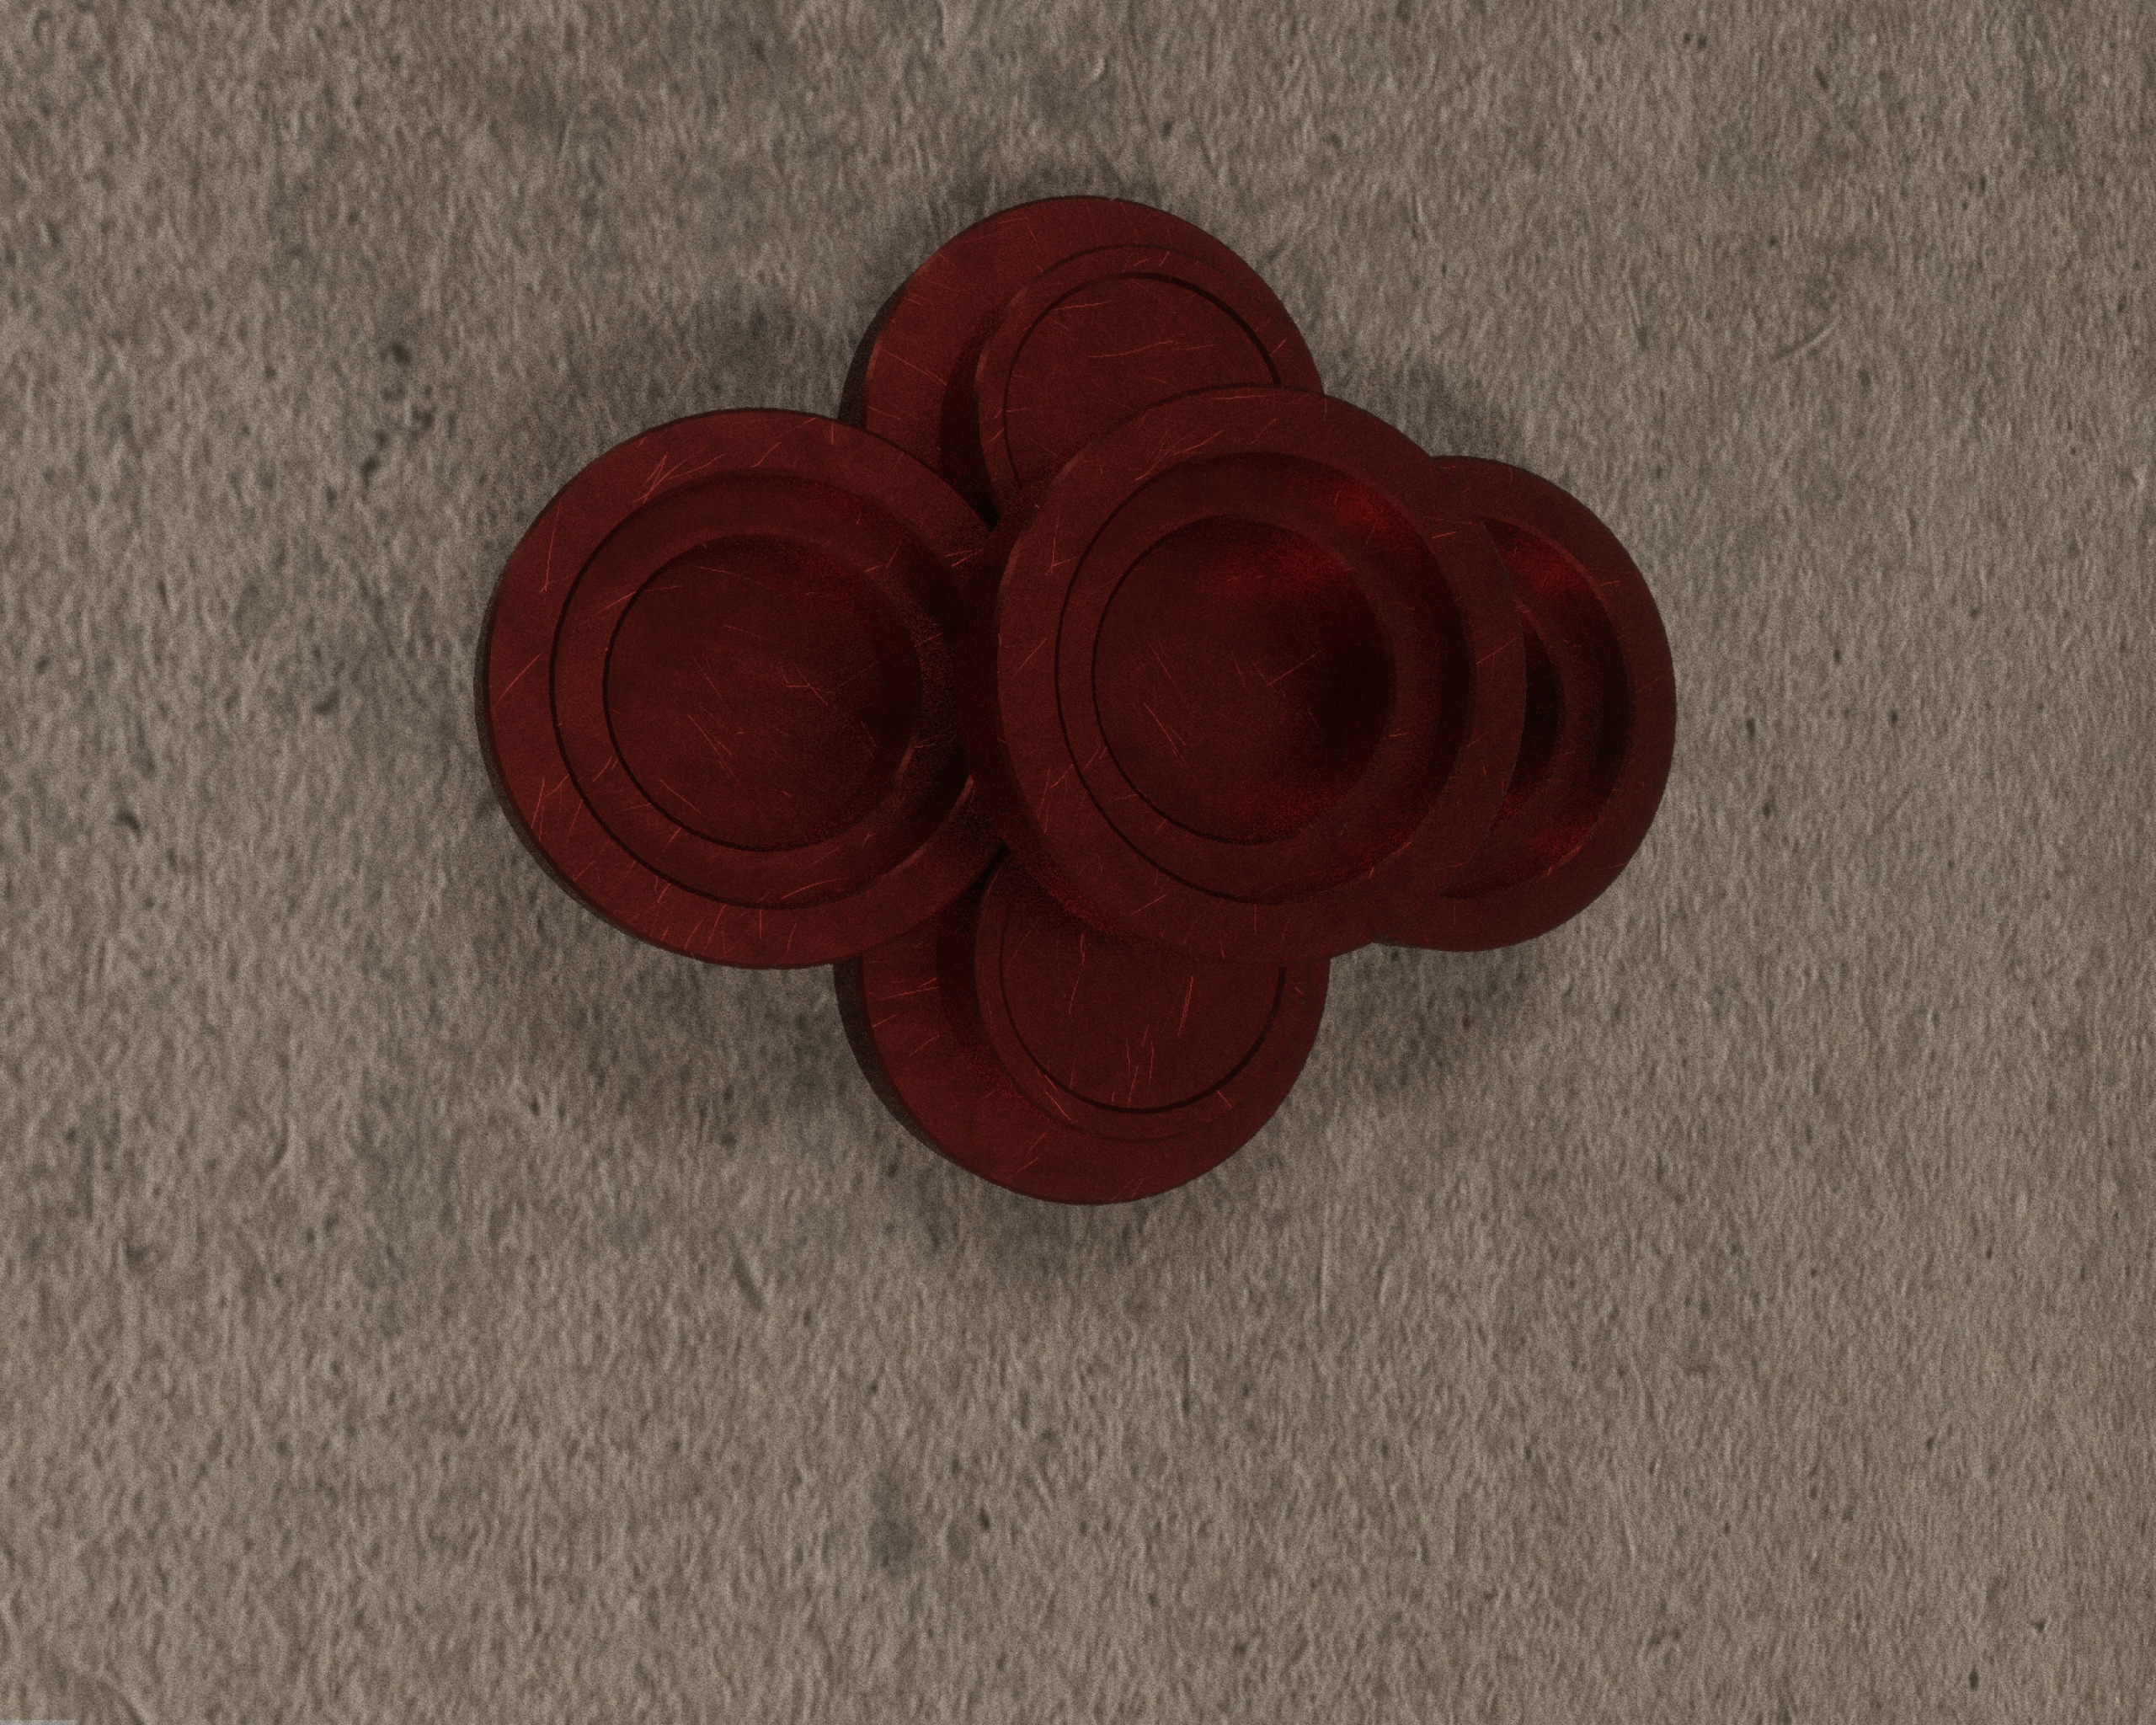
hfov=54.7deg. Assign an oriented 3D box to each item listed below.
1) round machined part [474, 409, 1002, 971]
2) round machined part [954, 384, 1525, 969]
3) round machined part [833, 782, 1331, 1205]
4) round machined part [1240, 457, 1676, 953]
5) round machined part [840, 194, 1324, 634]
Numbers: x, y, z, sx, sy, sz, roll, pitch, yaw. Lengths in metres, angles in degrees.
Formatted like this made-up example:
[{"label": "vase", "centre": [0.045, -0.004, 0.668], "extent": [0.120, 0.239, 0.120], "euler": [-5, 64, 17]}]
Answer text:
[{"label": "round machined part", "centre": [-0.059, -0.030, 0.380], "extent": [0.099, 0.042, 0.097], "euler": [0, 90, -21]}, {"label": "round machined part", "centre": [0.025, -0.031, 0.366], "extent": [0.099, 0.042, 0.097], "euler": [0, 91, -21]}, {"label": "round machined part", "centre": [0.006, 0.018, 0.404], "extent": [0.099, 0.042, 0.097], "euler": [0, 90, -21]}, {"label": "round machined part", "centre": [0.069, -0.031, 0.428], "extent": [0.099, 0.042, 0.097], "euler": [0, 90, -21]}, {"label": "round machined part", "centre": [0.006, -0.081, 0.404], "extent": [0.099, 0.042, 0.097], "euler": [0, 90, -21]}]
